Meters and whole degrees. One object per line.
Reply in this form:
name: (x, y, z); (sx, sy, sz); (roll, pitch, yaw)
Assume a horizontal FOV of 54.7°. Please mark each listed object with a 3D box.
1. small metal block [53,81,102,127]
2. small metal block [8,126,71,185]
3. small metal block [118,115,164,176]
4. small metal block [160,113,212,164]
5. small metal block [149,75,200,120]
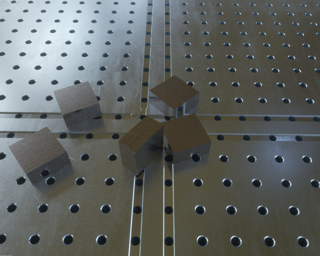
small metal block: (-0.116, -0.035, 0.435); (0.050, 0.025, 0.050); (-20, 53, -17)
small metal block: (-0.146, 0.033, 0.378); (0.050, 0.025, 0.050); (-32, 57, -25)
small metal block: (-0.021, 0.021, 0.373); (0.025, 0.050, 0.050); (32, 57, 23)
small metal block: (0.031, 0.013, 0.397); (0.050, 0.025, 0.050); (-15, 52, -13)
small metal block: (0.020, -0.043, 0.444); (0.050, 0.025, 0.050); (-35, 59, -26)
